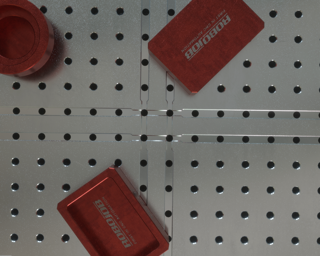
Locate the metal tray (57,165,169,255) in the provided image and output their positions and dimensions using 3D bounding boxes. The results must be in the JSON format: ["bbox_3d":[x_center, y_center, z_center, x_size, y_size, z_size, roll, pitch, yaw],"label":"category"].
[{"bbox_3d":[-0.060,0.126,0.410,0.090,0.030,0.130,-35,90,0],"label":"metal tray"}]

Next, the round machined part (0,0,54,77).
[{"bbox_3d":[-0.187,-0.115,0.403,0.099,0.042,0.097,0,90,0],"label":"round machined part"}]

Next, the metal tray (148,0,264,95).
[{"bbox_3d":[0.059,-0.119,0.411,0.130,0.030,0.090,-44,90,0],"label":"metal tray"}]
